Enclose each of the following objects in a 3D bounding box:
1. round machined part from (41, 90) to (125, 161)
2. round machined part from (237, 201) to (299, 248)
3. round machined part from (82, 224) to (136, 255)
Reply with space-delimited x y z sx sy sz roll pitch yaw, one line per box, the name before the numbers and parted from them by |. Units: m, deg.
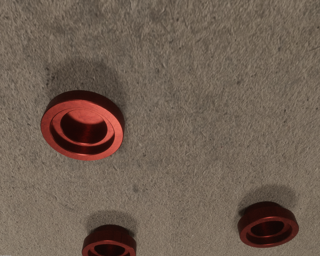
round machined part | -0.093 -0.007 0.388 0.099 0.042 0.097 -1 130 0
round machined part | 0.184 0.165 0.540 0.099 0.042 0.097 -1 130 0
round machined part | -0.093 0.217 0.580 0.099 0.042 0.097 -1 130 0
